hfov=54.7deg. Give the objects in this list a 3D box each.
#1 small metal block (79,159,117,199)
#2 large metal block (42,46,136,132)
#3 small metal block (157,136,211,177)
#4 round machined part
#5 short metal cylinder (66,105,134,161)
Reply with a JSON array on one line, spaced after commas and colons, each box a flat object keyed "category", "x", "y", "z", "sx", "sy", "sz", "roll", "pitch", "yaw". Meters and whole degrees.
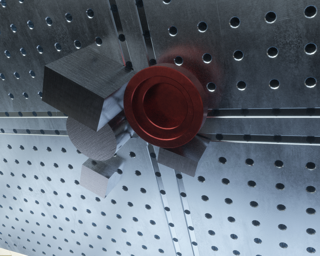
[{"category": "small metal block", "x": -0.103, "y": 0.082, "z": 0.514, "sx": 0.050, "sy": 0.025, "sz": 0.050, "roll": 26, "pitch": 128, "yaw": 11}, {"category": "large metal block", "x": -0.085, "y": -0.052, "z": 0.387, "sx": 0.080, "sy": 0.080, "sz": 0.050, "roll": 29, "pitch": 128, "yaw": 9}, {"category": "small metal block", "x": 0.031, "y": 0.030, "z": 0.396, "sx": 0.050, "sy": 0.050, "sz": 0.025, "roll": 21, "pitch": 127, "yaw": 15}, {"category": "round machined part", "x": 0.010, "y": -0.029, "z": 0.370, "sx": 0.098, "sy": 0.042, "sz": 0.097, "roll": 9, "pitch": 113, "yaw": 21}, {"category": "short metal cylinder", "x": -0.083, "y": -0.001, "z": 0.436, "sx": 0.080, "sy": 0.050, "sz": 0.079, "roll": 13, "pitch": 124, "yaw": 20}]
